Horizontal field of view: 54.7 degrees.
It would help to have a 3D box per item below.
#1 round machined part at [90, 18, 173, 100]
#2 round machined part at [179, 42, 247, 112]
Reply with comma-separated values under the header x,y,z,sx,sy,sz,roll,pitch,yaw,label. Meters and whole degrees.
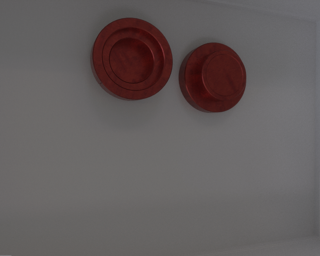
x,y,z,sx,sy,sz,roll,pitch,yaw,label
-0.037,-0.082,0.387,0.099,0.042,0.097,0,90,-20,round machined part
0.080,-0.070,0.430,0.099,0.042,0.097,0,90,-20,round machined part
